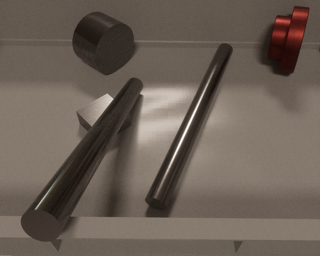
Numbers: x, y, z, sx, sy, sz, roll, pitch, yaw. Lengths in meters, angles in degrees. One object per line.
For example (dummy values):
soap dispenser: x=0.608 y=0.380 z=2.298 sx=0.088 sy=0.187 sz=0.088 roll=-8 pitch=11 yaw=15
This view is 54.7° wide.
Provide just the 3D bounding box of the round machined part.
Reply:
round machined part: x=0.193 y=-0.136 z=0.475 sx=0.042 sy=0.097 sz=0.098 roll=13 pitch=51 yaw=18

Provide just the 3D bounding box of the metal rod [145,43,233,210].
metal rod: x=0.052 y=-0.024 z=0.425 sx=0.025 sy=0.025 sz=0.301 roll=18 pitch=52 yaw=14

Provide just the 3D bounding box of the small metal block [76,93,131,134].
small metal block: x=-0.075 y=-0.013 z=0.415 sx=0.050 sy=0.025 sz=0.050 roll=-35 pitch=59 yaw=-26

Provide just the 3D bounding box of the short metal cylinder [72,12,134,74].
short metal cylinder: x=-0.086 y=-0.131 z=0.479 sx=0.050 sy=0.080 sz=0.080 roll=33 pitch=57 yaw=24

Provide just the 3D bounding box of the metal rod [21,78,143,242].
metal rod: x=-0.055 y=-0.002 z=0.324 sx=0.025 sy=0.025 sz=0.301 roll=6 pitch=25 yaw=5
